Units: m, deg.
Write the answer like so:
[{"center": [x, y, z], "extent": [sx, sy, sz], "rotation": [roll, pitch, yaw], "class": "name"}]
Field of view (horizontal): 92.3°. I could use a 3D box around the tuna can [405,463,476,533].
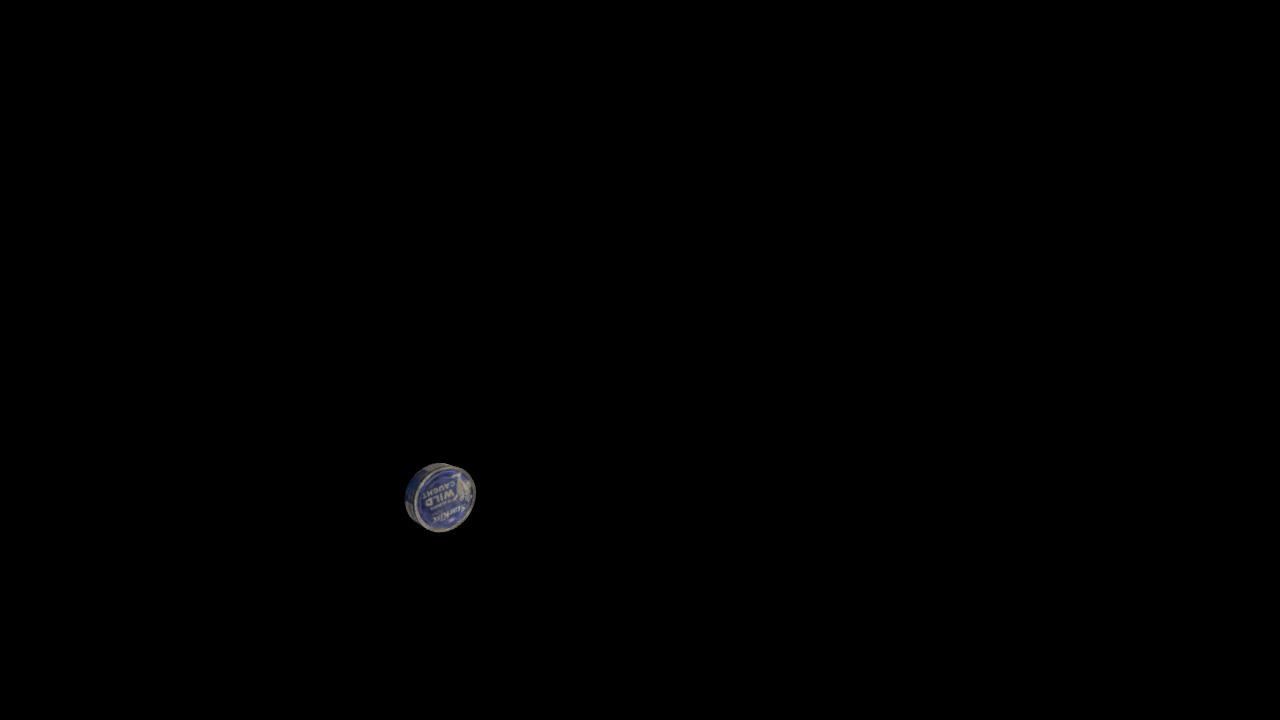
[{"center": [-0.256, 0.176, 0.789], "extent": [0.084, 0.084, 0.034], "rotation": [0, 2, -45], "class": "tuna can"}]
